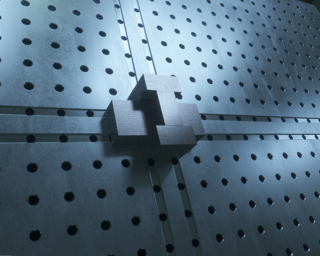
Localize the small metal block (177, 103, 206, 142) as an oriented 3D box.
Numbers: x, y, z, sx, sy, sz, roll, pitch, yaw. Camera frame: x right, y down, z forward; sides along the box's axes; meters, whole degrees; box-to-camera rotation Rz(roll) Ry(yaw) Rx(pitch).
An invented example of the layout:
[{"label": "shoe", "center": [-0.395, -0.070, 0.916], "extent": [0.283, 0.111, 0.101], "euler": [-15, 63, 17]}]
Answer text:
[{"label": "small metal block", "center": [0.030, -0.007, 0.430], "extent": [0.050, 0.025, 0.050], "euler": [1, 61, -28]}]

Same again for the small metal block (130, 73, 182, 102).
[{"label": "small metal block", "center": [-0.007, -0.047, 0.418], "extent": [0.050, 0.050, 0.025], "euler": [1, 62, -28]}]

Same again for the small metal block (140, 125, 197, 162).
[{"label": "small metal block", "center": [0.010, 0.020, 0.386], "extent": [0.050, 0.050, 0.025], "euler": [1, 62, -28]}]

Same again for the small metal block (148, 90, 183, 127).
[{"label": "small metal block", "center": [0.002, -0.013, 0.402], "extent": [0.025, 0.050, 0.050], "euler": [1, 62, -28]}]

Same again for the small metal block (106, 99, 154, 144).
[{"label": "small metal block", "center": [-0.037, -0.007, 0.393], "extent": [0.050, 0.025, 0.050], "euler": [0, 62, -28]}]
